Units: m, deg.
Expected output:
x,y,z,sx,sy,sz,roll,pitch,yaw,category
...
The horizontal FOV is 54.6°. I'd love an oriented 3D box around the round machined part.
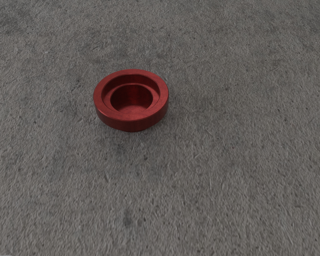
x,y,z,sx,sy,sz,roll,pitch,yaw,category
-0.038,-0.033,0.420,0.099,0.042,0.098,0,50,0,round machined part
